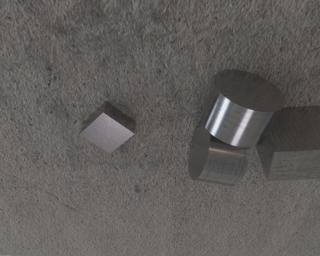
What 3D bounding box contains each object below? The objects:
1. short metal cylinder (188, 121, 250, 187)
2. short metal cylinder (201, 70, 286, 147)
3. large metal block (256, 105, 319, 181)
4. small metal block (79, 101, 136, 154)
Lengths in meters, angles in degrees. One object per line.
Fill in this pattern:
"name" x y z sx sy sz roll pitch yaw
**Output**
"short metal cylinder" 0.073 0.032 0.399 0.050 0.080 0.079 12 129 -10
"short metal cylinder" 0.092 -0.024 0.352 0.081 0.080 0.050 9 130 -8
"large metal block" 0.169 0.018 0.388 0.080 0.080 0.050 -3 130 2
"small metal block" -0.068 0.000 0.407 0.050 0.025 0.050 36 121 -27
